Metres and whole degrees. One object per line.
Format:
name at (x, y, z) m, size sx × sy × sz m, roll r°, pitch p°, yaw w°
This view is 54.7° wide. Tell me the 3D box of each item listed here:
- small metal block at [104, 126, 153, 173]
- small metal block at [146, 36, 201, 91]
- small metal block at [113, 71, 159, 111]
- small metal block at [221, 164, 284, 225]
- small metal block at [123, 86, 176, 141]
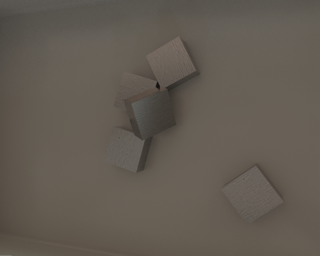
small metal block at (-0.043, 0.028, 0.426) m, size 0.050 × 0.025 × 0.050 m, roll 17°, pitch 96°, yaw 19°
small metal block at (0.017, -0.082, 0.404) m, size 0.050 × 0.025 × 0.050 m, roll -27°, pitch 81°, yaw 18°
small metal block at (-0.029, -0.045, 0.421) m, size 0.050 × 0.025 × 0.050 m, roll 20°, pitch 97°, yaw 19°
small metal block at (0.110, 0.078, 0.371) m, size 0.050 × 0.025 × 0.050 m, roll -39°, pitch 78°, yaw 16°
small metal block at (-0.012, -0.019, 0.391) m, size 0.050 × 0.025 × 0.050 m, roll -25°, pitch 116°, yaw -21°
